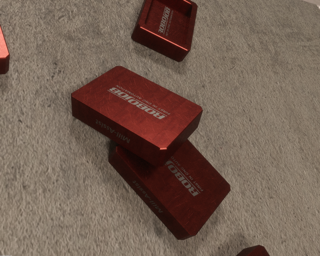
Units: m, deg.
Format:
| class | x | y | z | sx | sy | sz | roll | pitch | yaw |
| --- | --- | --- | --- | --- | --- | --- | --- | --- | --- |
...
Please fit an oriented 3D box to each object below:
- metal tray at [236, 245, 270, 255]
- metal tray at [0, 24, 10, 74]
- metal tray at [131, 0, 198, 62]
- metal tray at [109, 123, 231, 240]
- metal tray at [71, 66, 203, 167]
| class | x | y | z | sx | sy | sz | roll | pitch | yaw |
| --- | --- | --- | --- | --- | --- | --- | --- | --- | --- |
| metal tray | 0.113 | 0.209 | 0.335 | 0.091 | 0.030 | 0.130 | -22 | 73 | -36 |
| metal tray | -0.233 | -0.118 | 0.347 | 0.091 | 0.030 | 0.130 | -12 | 68 | -33 |
| metal tray | 0.011 | -0.180 | 0.518 | 0.091 | 0.030 | 0.130 | 23 | 53 | -15 |
| metal tray | 0.014 | 0.055 | 0.376 | 0.130 | 0.030 | 0.091 | 48 | 51 | 5 |
| metal tray | -0.027 | -0.020 | 0.368 | 0.130 | 0.030 | 0.090 | 29 | 46 | 18 |
